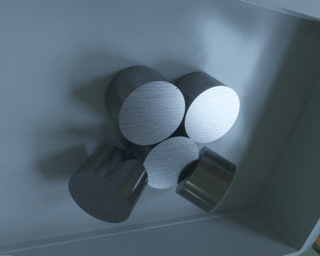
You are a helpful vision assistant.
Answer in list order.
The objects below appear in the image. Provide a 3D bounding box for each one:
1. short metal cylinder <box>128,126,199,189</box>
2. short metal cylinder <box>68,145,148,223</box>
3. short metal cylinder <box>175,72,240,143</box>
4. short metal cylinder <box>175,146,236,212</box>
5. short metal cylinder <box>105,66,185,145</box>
[{"bbox_3d":[0.004,0.033,0.413,0.081,0.050,0.079,-14,125,-21],"label":"short metal cylinder"},{"bbox_3d":[-0.061,0.068,0.374,0.050,0.080,0.079,-57,149,-50],"label":"short metal cylinder"},{"bbox_3d":[0.056,-0.027,0.406,0.081,0.050,0.079,-14,125,-21],"label":"short metal cylinder"},{"bbox_3d":[0.065,0.073,0.445,0.050,0.080,0.080,33,103,1],"label":"short metal cylinder"},{"bbox_3d":[-0.018,-0.027,0.364,0.081,0.050,0.079,-14,125,-21],"label":"short metal cylinder"}]
